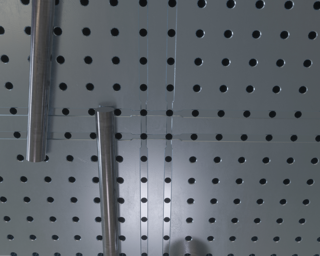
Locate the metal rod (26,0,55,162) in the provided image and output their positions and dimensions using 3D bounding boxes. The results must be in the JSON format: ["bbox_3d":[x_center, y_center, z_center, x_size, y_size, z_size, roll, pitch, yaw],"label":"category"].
[{"bbox_3d":[-0.144,-0.096,0.376,0.025,0.025,0.298,10,110,-4],"label":"metal rod"}]

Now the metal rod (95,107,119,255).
[{"bbox_3d":[-0.075,0.115,0.455,0.025,0.025,0.298,1,110,-1],"label":"metal rod"}]
